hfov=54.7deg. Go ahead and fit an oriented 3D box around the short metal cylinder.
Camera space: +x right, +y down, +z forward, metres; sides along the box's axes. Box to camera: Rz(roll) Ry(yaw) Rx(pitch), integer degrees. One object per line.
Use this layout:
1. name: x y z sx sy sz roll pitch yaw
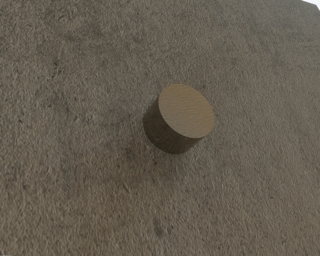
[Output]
1. short metal cylinder: 0.024 -0.011 0.411 0.081 0.050 0.080 14 56 -21
